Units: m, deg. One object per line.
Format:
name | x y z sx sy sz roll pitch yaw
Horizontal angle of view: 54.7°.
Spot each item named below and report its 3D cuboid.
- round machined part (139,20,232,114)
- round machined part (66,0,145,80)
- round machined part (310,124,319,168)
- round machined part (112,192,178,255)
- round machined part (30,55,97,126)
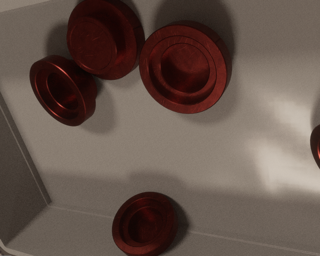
round machined part | 0.030 -0.068 0.339 0.098 0.042 0.097 13 124 20
round machined part | -0.071 -0.103 0.370 0.098 0.042 0.097 13 124 20
round machined part | 0.195 0.028 0.290 0.042 0.098 0.098 -30 107 -8
round machined part | -0.019 0.149 0.467 0.098 0.098 0.042 1 140 27
round machined part | -0.125 -0.054 0.422 0.098 0.042 0.097 20 133 24
